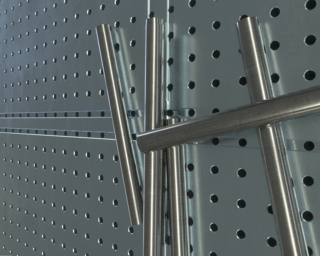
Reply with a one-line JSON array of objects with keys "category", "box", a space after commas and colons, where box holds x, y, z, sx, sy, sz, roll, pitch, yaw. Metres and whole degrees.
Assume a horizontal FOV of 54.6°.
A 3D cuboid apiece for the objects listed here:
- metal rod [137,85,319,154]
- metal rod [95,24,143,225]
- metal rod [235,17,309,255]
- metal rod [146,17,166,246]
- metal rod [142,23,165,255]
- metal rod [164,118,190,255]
[{"category": "metal rod", "box": [0.107, -0.016, 0.290, 0.300, 0.025, 0.025, -15, 80, 29]}, {"category": "metal rod", "box": [-0.058, -0.011, 0.458, 0.025, 0.025, 0.299, -19, 78, 38]}, {"category": "metal rod", "box": [0.117, 0.033, 0.313, 0.025, 0.025, 0.299, -15, 80, 39]}, {"category": "metal rod", "box": [-0.006, 0.005, 0.415, 0.025, 0.025, 0.298, -1, 90, 40]}, {"category": "metal rod", "box": [-0.008, 0.022, 0.389, 0.025, 0.025, 0.298, 0, 90, 40]}, {"category": "metal rod", "box": [0.025, 0.138, 0.389, 0.025, 0.025, 0.298, -5, 87, 40]}]
